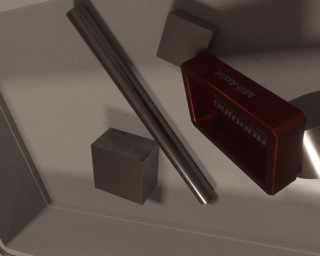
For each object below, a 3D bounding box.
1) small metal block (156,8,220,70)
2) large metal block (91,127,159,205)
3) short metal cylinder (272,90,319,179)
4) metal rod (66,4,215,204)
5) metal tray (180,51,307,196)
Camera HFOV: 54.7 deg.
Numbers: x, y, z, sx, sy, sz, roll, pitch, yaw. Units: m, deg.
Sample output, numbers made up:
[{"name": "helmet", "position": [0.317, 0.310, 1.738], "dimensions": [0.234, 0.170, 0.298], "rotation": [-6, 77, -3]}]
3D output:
[{"name": "small metal block", "position": [0.029, -0.093, 0.335], "dimensions": [0.050, 0.025, 0.050], "rotation": [28, 128, 10]}, {"name": "large metal block", "position": [-0.049, 0.054, 0.450], "dimensions": [0.080, 0.050, 0.079], "rotation": [16, 125, 19]}, {"name": "short metal cylinder", "position": [0.149, 0.004, 0.297], "dimensions": [0.080, 0.080, 0.050], "rotation": [-20, 108, 35]}, {"name": "metal rod", "position": [-0.018, -0.022, 0.403], "dimensions": [0.025, 0.025, 0.299], "rotation": [-26, 105, 37]}, {"name": "metal tray", "position": [0.073, -0.008, 0.299], "dimensions": [0.130, 0.030, 0.090], "rotation": [47, 162, 43]}]
